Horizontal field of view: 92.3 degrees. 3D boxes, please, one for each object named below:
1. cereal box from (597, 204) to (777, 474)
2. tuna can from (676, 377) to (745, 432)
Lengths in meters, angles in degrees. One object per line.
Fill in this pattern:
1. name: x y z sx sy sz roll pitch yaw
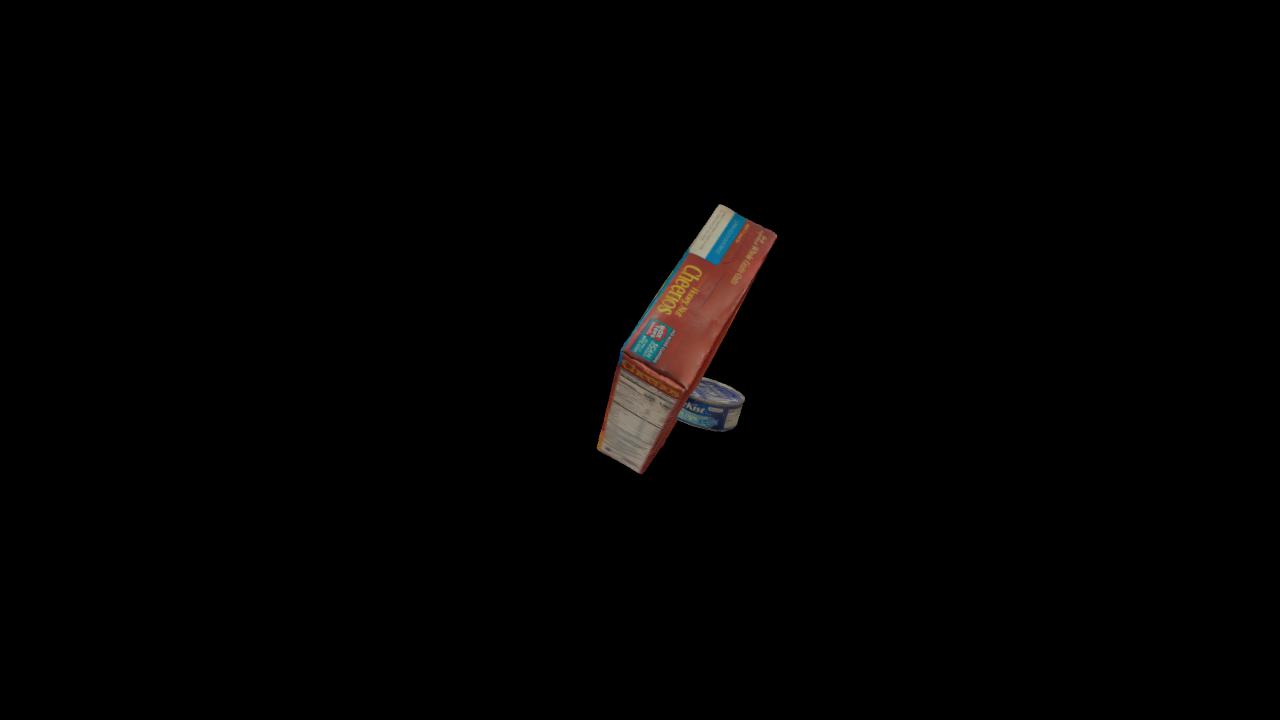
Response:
1. cereal box: 0.040 -0.006 0.706 0.081 0.203 0.306 29 -25 6
2. tuna can: 0.070 0.046 0.673 0.084 0.034 0.084 13 15 -4
